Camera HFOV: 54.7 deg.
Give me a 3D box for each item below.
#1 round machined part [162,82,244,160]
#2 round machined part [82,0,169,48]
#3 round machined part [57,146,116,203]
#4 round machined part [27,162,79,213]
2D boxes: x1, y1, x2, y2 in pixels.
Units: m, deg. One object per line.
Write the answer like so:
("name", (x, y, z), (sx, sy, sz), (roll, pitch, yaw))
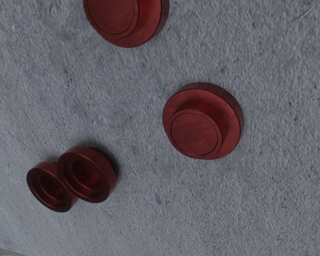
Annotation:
("round machined part", (0.047, -0.002, 0.370), (0.098, 0.042, 0.097), (13, 124, 21))
("round machined part", (-0.043, -0.135, 0.335), (0.098, 0.042, 0.097), (13, 124, 21))
("round machined part", (-0.112, 0.070, 0.498), (0.098, 0.042, 0.097), (13, 124, 21))
("round machined part", (-0.186, 0.100, 0.556), (0.098, 0.042, 0.097), (13, 124, 21))
